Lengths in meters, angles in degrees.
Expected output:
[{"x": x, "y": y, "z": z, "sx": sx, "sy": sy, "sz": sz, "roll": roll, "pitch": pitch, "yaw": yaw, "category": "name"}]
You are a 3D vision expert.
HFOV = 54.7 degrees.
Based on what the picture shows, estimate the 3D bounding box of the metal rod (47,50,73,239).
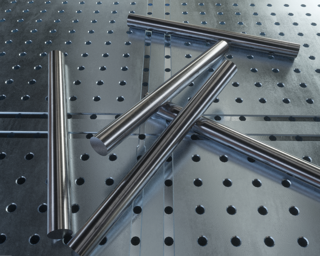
[{"x": -0.135, "y": -0.004, "z": 0.408, "sx": 0.025, "sy": 0.025, "sz": 0.300, "roll": -10, "pitch": 51, "yaw": -8, "category": "metal rod"}]

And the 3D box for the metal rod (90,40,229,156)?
[{"x": 0.020, "y": -0.058, "z": 0.427, "sx": 0.025, "sy": 0.025, "sz": 0.302, "roll": 28, "pitch": 46, "yaw": 21, "category": "metal rod"}]

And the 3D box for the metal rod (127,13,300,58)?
[{"x": 0.087, "y": -0.165, "z": 0.547, "sx": 0.301, "sy": 0.025, "sz": 0.025, "roll": 14, "pitch": 51, "yaw": 11, "category": "metal rod"}]

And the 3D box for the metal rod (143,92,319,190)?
[{"x": 0.108, "y": 0.022, "z": 0.390, "sx": 0.301, "sy": 0.025, "sz": 0.025, "roll": 25, "pitch": 54, "yaw": 19, "category": "metal rod"}]

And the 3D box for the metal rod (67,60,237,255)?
[{"x": 0.007, "y": 0.019, "z": 0.368, "sx": 0.025, "sy": 0.025, "sz": 0.301, "roll": 30, "pitch": 63, "yaw": 22, "category": "metal rod"}]
